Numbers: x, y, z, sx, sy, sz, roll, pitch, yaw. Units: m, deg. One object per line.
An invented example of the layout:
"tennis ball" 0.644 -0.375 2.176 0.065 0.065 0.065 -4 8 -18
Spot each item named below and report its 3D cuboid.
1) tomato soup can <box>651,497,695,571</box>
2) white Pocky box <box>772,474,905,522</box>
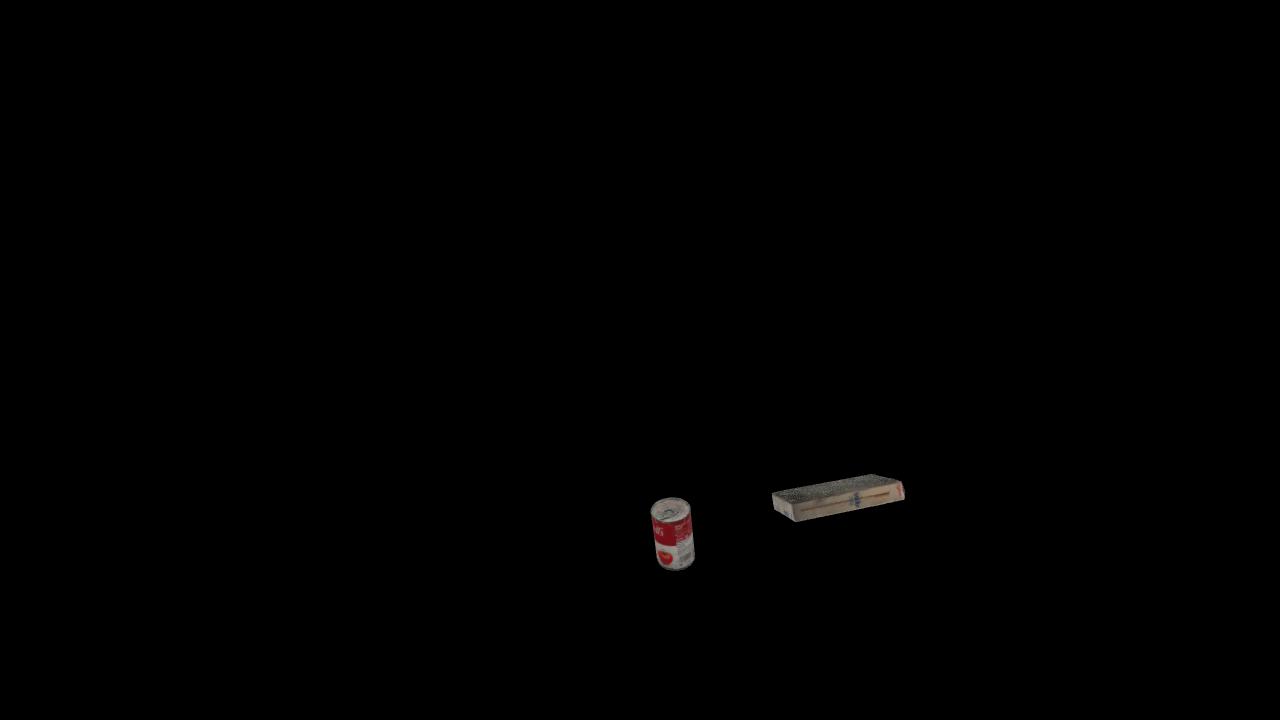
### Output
"tomato soup can" 0.056 0.292 1.032 0.068 0.101 0.068 -6 22 3
"white Pocky box" 0.265 0.184 0.833 0.154 0.028 0.084 -9 -2 -6
